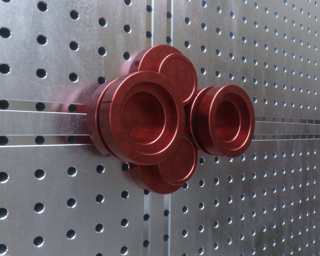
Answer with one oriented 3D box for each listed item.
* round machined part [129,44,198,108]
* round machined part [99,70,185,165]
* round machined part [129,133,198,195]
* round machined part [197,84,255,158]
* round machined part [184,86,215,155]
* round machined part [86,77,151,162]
[{"bbox_3d":[0.011,-0.060,0.406,0.099,0.042,0.097,0,90,-40],"label":"round machined part"},{"bbox_3d":[-0.023,-0.011,0.336,0.099,0.042,0.097,0,90,-40],"label":"round machined part"},{"bbox_3d":[0.011,0.038,0.405,0.099,0.042,0.097,0,90,-40],"label":"round machined part"},{"bbox_3d":[0.084,-0.009,0.425,0.099,0.042,0.097,0,90,-40],"label":"round machined part"},{"bbox_3d":[0.064,-0.010,0.449,0.099,0.042,0.097,0,90,-40],"label":"round machined part"},{"bbox_3d":[-0.041,-0.010,0.362,0.099,0.042,0.097,0,90,-40],"label":"round machined part"}]
